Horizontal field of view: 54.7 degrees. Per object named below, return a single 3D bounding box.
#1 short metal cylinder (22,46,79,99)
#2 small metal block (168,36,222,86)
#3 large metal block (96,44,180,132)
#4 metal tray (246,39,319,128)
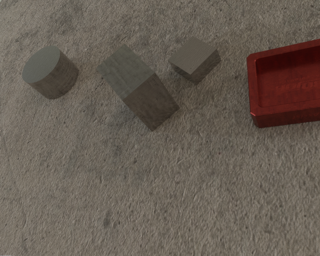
[{"bbox_3d":[-0.192,-0.098,0.546,0.080,0.050,0.080,-13,56,20],"label":"short metal cylinder"},{"bbox_3d":[0.049,-0.095,0.436,0.050,0.025,0.050,-45,51,-4],"label":"small metal block"},{"bbox_3d":[-0.029,-0.053,0.415,0.050,0.080,0.080,-41,51,0],"label":"large metal block"},{"bbox_3d":[0.168,-0.053,0.345,0.130,0.030,0.090,-8,58,23],"label":"metal tray"}]
